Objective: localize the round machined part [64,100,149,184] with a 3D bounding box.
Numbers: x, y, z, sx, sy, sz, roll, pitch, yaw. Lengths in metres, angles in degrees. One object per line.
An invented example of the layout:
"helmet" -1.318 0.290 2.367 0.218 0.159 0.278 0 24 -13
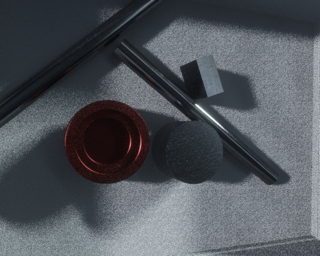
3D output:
"round machined part" -0.066 0.016 0.378 0.099 0.042 0.097 0 90 -21

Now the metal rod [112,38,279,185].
"metal rod" 0.060 -0.013 0.433 0.301 0.025 0.025 39 78 -16

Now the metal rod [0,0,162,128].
"metal rod" -0.113 -0.075 0.368 0.301 0.025 0.025 -42 104 -15

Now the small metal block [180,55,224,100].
"small metal block" 0.055 -0.067 0.419 0.025 0.050 0.050 -20 97 -20

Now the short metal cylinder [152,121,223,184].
"short metal cylinder" 0.036 0.030 0.412 0.081 0.050 0.079 0 90 -20
